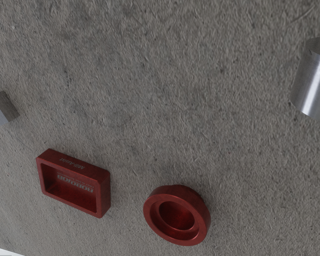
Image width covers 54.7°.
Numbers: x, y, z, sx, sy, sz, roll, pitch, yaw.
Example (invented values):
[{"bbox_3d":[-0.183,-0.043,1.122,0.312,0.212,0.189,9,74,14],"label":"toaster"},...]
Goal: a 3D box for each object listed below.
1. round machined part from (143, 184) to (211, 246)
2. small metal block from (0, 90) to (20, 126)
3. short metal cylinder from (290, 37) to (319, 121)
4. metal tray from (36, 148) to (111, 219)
[{"bbox_3d":[0.028,0.123,0.457,0.098,0.042,0.097,13,124,21],"label":"round machined part"},{"bbox_3d":[-0.279,-0.032,0.534,0.050,0.025,0.050,-14,111,34],"label":"small metal block"},{"bbox_3d":[0.159,-0.041,0.262,0.080,0.080,0.050,16,125,19],"label":"short metal cylinder"},{"bbox_3d":[-0.151,0.097,0.542,0.130,0.030,0.089,17,125,18],"label":"metal tray"}]
